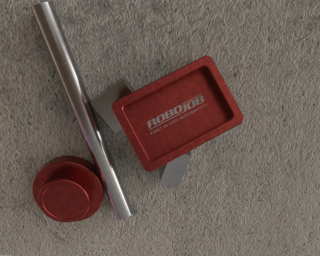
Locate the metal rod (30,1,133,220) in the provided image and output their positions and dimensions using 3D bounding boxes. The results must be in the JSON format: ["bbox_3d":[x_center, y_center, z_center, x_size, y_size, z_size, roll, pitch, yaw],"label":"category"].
[{"bbox_3d":[-0.094,-0.008,0.405,0.025,0.025,0.298,-16,110,5],"label":"metal rod"}]

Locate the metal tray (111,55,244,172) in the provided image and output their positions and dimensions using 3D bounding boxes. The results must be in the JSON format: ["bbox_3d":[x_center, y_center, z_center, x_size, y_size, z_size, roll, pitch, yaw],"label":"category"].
[{"bbox_3d":[0.021,-0.017,0.368,0.131,0.030,0.090,-28,88,-6],"label":"metal tray"}]

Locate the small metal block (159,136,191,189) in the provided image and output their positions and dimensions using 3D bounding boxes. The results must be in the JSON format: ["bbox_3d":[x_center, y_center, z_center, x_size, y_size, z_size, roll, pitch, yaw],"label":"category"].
[{"bbox_3d":[0.019,0.044,0.413,0.025,0.050,0.050,17,109,-7],"label":"small metal block"}]

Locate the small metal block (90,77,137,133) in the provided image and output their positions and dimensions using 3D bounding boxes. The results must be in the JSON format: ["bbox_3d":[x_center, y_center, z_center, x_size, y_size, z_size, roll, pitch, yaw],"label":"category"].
[{"bbox_3d":[-0.052,-0.030,0.398,0.050,0.025,0.050,-34,107,11],"label":"small metal block"}]

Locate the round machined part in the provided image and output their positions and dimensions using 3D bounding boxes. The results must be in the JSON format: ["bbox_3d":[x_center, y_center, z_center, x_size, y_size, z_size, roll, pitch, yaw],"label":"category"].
[{"bbox_3d":[-0.129,0.091,0.433,0.099,0.042,0.097,0,110,-1],"label":"round machined part"}]
